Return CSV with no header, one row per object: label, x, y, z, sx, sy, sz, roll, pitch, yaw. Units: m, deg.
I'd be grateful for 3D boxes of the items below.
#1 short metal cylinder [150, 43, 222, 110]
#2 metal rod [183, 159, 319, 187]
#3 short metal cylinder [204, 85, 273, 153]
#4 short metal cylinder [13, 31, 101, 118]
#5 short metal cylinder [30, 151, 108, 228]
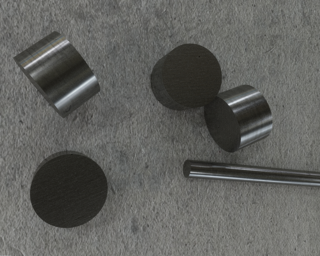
short metal cylinder,0.033,-0.064,0.406,0.081,0.050,0.080,0,89,-18
metal rod,0.177,0.074,0.474,0.302,0.025,0.025,7,88,-20
short metal cylinder,0.103,-0.013,0.418,0.050,0.080,0.080,-21,97,-19
short metal cylinder,-0.111,-0.057,0.339,0.050,0.080,0.080,-41,103,-15
short metal cylinder,-0.105,0.068,0.357,0.081,0.050,0.079,0,90,-20
